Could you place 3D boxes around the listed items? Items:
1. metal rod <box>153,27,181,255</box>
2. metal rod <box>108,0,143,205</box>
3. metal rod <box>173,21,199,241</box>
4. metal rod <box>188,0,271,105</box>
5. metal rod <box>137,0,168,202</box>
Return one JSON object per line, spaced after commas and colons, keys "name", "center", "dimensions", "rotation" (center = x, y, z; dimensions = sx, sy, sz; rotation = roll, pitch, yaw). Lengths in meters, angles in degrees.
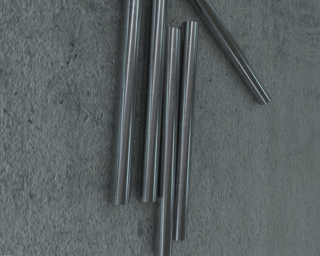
{"name": "metal rod", "center": [0.010, 0.018, 0.412], "dimensions": [0.025, 0.025, 0.298], "rotation": [4, 88, -40]}
{"name": "metal rod", "center": [-0.039, -0.061, 0.371], "dimensions": [0.025, 0.025, 0.298], "rotation": [6, 86, -40]}
{"name": "metal rod", "center": [0.034, 0.002, 0.432], "dimensions": [0.025, 0.025, 0.298], "rotation": [6, 86, -40]}
{"name": "metal rod", "center": [0.099, -0.143, 0.486], "dimensions": [0.300, 0.025, 0.025], "rotation": [46, 63, -30]}
{"name": "metal rod", "center": [-0.009, -0.058, 0.397], "dimensions": [0.025, 0.025, 0.298], "rotation": [5, 87, -40]}
